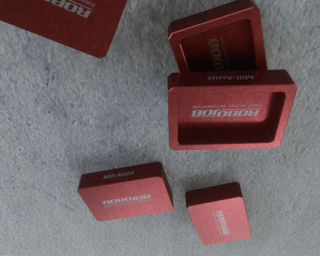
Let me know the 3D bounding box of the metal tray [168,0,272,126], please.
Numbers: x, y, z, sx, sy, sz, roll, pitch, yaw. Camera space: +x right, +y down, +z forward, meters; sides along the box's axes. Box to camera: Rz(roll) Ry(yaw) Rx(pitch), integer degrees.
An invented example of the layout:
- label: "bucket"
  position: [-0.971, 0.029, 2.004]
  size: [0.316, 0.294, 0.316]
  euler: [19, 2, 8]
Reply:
- label: "metal tray"
  position: [0.071, -0.066, 0.348]
  size: [0.090, 0.030, 0.130]
  euler: [-15, 129, 12]

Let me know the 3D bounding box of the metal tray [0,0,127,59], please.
- label: "metal tray"
  position: [-0.099, -0.131, 0.291]
  size: [0.131, 0.030, 0.089]
  euler: [19, 128, -16]

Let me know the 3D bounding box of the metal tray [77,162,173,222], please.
- label: "metal tray"
  position: [-0.051, 0.103, 0.491]
  size: [0.131, 0.030, 0.090]
  euler: [-11, 130, 8]

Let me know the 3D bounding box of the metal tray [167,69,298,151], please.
- label: "metal tray"
  position: [0.075, -0.018, 0.349]
  size: [0.131, 0.030, 0.089]
  euler: [-2, 130, 1]

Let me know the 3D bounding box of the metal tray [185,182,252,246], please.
- label: "metal tray"
  position: [0.103, 0.152, 0.535]
  size: [0.090, 0.030, 0.129]
  euler: [-14, 129, 11]
